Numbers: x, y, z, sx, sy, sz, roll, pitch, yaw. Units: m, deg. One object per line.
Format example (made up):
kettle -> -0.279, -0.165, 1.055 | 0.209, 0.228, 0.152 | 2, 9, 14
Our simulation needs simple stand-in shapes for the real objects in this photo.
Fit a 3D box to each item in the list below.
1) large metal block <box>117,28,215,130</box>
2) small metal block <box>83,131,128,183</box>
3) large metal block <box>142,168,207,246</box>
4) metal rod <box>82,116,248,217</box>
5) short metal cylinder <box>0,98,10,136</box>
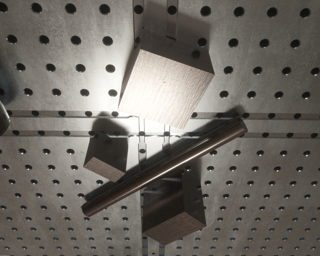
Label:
large metal block -> 0.004, -0.053, 0.350 | 0.081, 0.050, 0.079 | 16, 128, -14
small metal block -> -0.073, 0.040, 0.428 | 0.050, 0.050, 0.025 | 32, 123, -25
large metal block -> 0.020, 0.122, 0.480 | 0.080, 0.080, 0.050 | -34, 122, 25
metal rod -> -0.007, 0.067, 0.468 | 0.300, 0.025, 0.025 | -32, 124, 24
short metal cylinder -> -0.225, -0.017, 0.357 | 0.080, 0.080, 0.050 | -3, 130, 2
